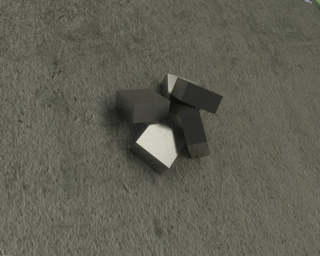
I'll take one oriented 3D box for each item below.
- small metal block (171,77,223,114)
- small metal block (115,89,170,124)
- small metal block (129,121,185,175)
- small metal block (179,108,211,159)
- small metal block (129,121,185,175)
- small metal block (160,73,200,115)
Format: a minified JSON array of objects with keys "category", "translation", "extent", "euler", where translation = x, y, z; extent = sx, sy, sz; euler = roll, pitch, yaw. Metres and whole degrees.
[{"category":"small metal block","translation":[0.047,-0.044,0.410],"extent":[0.050,0.025,0.050],"euler":[20,11,-17]},{"category":"small metal block","translation":[-0.023,-0.029,0.396],"extent":[0.050,0.025,0.050],"euler":[-8,28,-32]},{"category":"small metal block","translation":[-0.002,0.023,0.392],"extent":[0.050,0.025,0.050],"euler":[38,51,-2]},{"category":"small metal block","translation":[0.047,0.008,0.408],"extent":[0.025,0.050,0.050],"euler":[-14,63,8]},{"category":"small metal block","translation":[-0.002,0.022,0.392],"extent":[0.050,0.025,0.050],"euler":[39,51,-3]},{"category":"small metal block","translation":[0.029,-0.046,0.451],"extent":[0.050,0.025,0.050],"euler":[13,56,-22]}]
